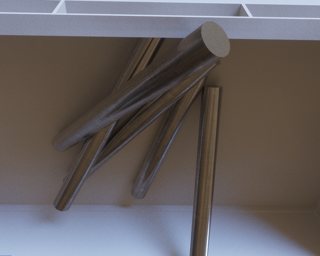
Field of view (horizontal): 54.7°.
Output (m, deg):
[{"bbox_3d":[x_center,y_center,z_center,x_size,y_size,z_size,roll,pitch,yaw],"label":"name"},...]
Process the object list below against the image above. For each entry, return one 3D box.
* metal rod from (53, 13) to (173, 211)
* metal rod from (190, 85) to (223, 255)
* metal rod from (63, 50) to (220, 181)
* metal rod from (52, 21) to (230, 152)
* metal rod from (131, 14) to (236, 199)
[{"bbox_3d":[-0.071,0.001,0.384,0.025,0.025,0.298,23,119,-19],"label":"metal rod"},{"bbox_3d":[0.057,0.094,0.408,0.025,0.025,0.298,2,105,-2],"label":"metal rod"},{"bbox_3d":[-0.043,0.005,0.396,0.025,0.025,0.299,32,128,-25],"label":"metal rod"},{"bbox_3d":[-0.051,-0.018,0.312,0.025,0.025,0.299,32,148,-25],"label":"metal rod"},{"bbox_3d":[0.015,-0.003,0.406,0.025,0.025,0.298,15,129,-13],"label":"metal rod"}]
